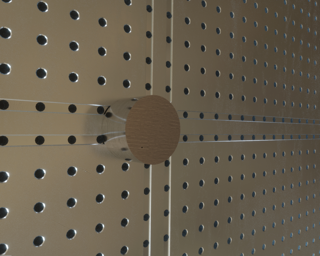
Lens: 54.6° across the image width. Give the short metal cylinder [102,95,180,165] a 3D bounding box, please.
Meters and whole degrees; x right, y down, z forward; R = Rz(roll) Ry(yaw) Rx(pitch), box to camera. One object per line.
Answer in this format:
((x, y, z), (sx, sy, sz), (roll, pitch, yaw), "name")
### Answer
((-0.022, 0.002, 0.374), (0.081, 0.050, 0.080), (0, 91, -40), "short metal cylinder")
